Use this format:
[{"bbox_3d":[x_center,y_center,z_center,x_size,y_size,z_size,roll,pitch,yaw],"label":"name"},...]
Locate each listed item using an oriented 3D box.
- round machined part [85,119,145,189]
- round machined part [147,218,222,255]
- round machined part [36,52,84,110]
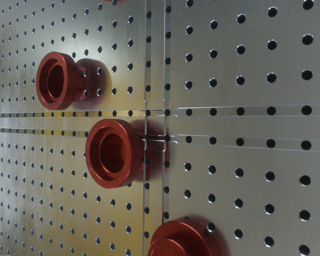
[{"bbox_3d":[-0.061,0.035,0.446,0.098,0.042,0.097,0,90,39],"label":"round machined part"},{"bbox_3d":[0.023,0.163,0.378,0.098,0.042,0.097,0,90,39],"label":"round machined part"},{"bbox_3d":[-0.169,-0.079,0.535,0.098,0.042,0.097,0,90,39],"label":"round machined part"}]
